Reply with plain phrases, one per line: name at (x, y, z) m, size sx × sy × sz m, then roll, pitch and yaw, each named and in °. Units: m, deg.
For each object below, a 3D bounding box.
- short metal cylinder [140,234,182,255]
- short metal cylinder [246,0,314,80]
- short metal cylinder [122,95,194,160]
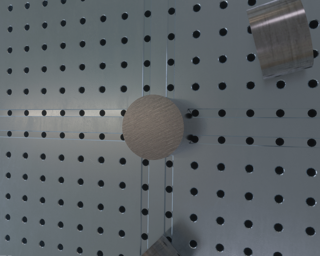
short metal cylinder at (-0.009, 0.180, 0.386) m, size 0.050 × 0.080 × 0.080 m, roll 47°, pitch 104°, yaw 14°
short metal cylinder at (0.129, -0.097, 0.338) m, size 0.050 × 0.080 × 0.080 m, roll -14°, pitch 85°, yaw 19°
short metal cylinder at (-0.001, -0.001, 0.400) m, size 0.080 × 0.050 × 0.079 m, roll 0°, pitch 90°, yaw 20°
